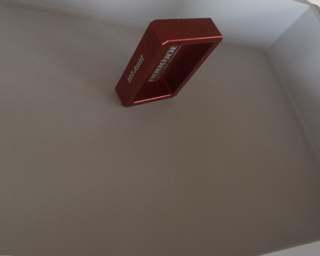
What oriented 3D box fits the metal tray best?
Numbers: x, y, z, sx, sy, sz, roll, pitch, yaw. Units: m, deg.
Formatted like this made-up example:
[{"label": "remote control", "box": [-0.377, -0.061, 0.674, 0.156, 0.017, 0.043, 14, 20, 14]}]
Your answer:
[{"label": "metal tray", "box": [0.007, -0.079, 0.390, 0.091, 0.129, 0.030, -16, 70, -34]}]
